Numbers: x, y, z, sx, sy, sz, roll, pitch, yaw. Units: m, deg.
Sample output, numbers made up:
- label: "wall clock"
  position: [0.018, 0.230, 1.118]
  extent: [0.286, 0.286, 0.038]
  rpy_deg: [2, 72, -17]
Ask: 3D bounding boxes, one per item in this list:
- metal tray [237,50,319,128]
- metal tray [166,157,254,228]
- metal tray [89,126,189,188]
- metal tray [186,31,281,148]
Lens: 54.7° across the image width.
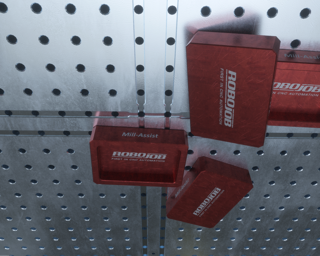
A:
- label: "metal tray"
  position: [0.158, -0.045, 0.372]
  extent: [0.131, 0.030, 0.089]
  rpy_deg: [3, 130, -3]
- label: "metal tray"
  position: [0.076, 0.109, 0.503]
  extent: [0.091, 0.030, 0.129]
  rpy_deg: [18, 128, -16]
- label: "metal tray"
  position: [-0.030, 0.043, 0.444]
  extent: [0.131, 0.030, 0.089]
  rpy_deg: [3, 130, -3]
- label: "metal tray"
  position: [0.080, -0.041, 0.354]
  extent: [0.090, 0.030, 0.129]
  rpy_deg: [10, 134, 20]
